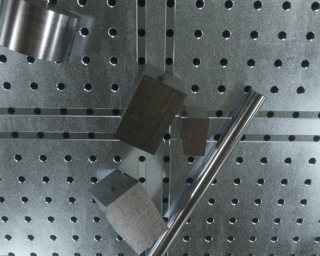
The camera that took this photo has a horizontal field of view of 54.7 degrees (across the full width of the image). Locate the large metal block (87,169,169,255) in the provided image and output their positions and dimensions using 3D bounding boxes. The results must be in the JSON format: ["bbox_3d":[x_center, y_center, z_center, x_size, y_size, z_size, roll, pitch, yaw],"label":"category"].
[{"bbox_3d":[-0.044,0.109,0.416,0.050,0.080,0.080,-36,110,-21],"label":"large metal block"}]

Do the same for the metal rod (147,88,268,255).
[{"bbox_3d":[0.059,0.080,0.443,0.025,0.025,0.298,26,108,-10],"label":"metal rod"}]

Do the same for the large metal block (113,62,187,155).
[{"bbox_3d":[-0.012,-0.026,0.374,0.050,0.080,0.080,25,108,-9],"label":"large metal block"}]

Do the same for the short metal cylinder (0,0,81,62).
[{"bbox_3d":[-0.134,-0.112,0.341,0.080,0.080,0.050,20,109,-8],"label":"short metal cylinder"}]

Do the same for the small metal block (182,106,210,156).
[{"bbox_3d":[0.045,0.003,0.402,0.025,0.050,0.050,4,110,-2],"label":"small metal block"}]
